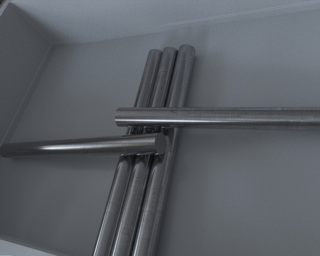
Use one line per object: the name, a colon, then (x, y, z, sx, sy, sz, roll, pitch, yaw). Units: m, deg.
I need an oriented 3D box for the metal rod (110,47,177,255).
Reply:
metal rod: (-0.014, 0.018, 0.399, 0.025, 0.025, 0.300, -1, 61, 27)

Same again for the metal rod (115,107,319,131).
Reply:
metal rod: (0.089, -0.011, 0.341, 0.301, 0.025, 0.025, 1, 62, 21)

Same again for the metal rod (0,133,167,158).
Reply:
metal rod: (-0.126, 0.028, 0.430, 0.300, 0.025, 0.025, -4, 60, 32)

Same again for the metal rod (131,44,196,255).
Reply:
metal rod: (0.009, 0.018, 0.387, 0.025, 0.025, 0.300, -1, 61, 27)

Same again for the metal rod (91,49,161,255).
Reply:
metal rod: (-0.035, 0.019, 0.410, 0.025, 0.025, 0.300, -1, 61, 27)
